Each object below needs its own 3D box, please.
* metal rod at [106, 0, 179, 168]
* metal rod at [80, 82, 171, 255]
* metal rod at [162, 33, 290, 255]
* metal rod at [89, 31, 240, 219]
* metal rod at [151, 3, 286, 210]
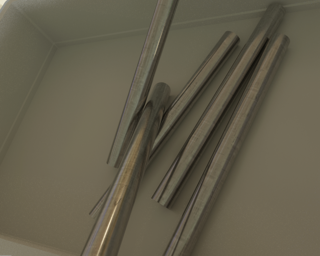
[{"bbox_3d":[-0.012,-0.091,0.390,0.025,0.025,0.298,24,99,36],"label":"metal rod"},{"bbox_3d":[-0.023,0.029,0.317,0.025,0.025,0.301,-14,29,20],"label":"metal rod"},{"bbox_3d":[0.082,0.014,0.354,0.025,0.025,0.300,18,71,35],"label":"metal rod"},{"bbox_3d":[0.012,-0.007,0.403,0.025,0.025,0.300,29,77,37],"label":"metal rod"},{"bbox_3d":[0.079,-0.036,0.386,0.025,0.025,0.300,23,74,36],"label":"metal rod"}]
